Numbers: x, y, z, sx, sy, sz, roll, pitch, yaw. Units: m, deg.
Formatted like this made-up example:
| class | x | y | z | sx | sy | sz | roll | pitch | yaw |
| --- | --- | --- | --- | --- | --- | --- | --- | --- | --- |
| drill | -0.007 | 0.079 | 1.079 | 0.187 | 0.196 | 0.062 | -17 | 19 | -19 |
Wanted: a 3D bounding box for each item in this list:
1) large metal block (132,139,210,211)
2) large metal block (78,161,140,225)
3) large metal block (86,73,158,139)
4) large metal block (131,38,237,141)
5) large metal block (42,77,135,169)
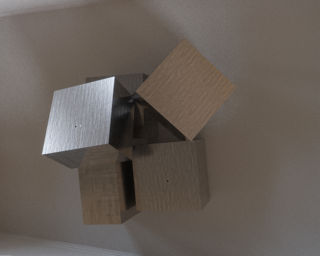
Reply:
| class | x | y | z | sx | sy | sz | roll | pitch | yaw |
| --- | --- | --- | --- | --- | --- | --- | --- | --- | --- |
| large metal block | 0.014 | 0.057 | 0.388 | 0.080 | 0.050 | 0.080 | -6 | 88 | 19 |
| large metal block | -0.058 | 0.073 | 0.399 | 0.050 | 0.080 | 0.080 | -7 | 88 | 19 |
| large metal block | -0.050 | -0.027 | 0.412 | 0.080 | 0.050 | 0.079 | -1 | 90 | 19 |
| large metal block | 0.025 | -0.042 | 0.359 | 0.080 | 0.050 | 0.080 | 42 | 82 | -9 |
| large metal block | -0.078 | -0.004 | 0.353 | 0.080 | 0.050 | 0.080 | -10 | 61 | 19 |
